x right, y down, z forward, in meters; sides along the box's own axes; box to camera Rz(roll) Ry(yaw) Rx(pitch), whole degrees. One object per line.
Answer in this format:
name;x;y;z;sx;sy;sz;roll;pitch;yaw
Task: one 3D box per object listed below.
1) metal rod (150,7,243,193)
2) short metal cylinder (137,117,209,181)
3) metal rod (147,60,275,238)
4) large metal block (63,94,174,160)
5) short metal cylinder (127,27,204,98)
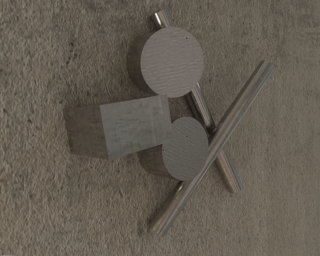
metal rod;0.061;-0.026;0.455;0.025;0.025;0.299;-40;115;-33
short metal cylinder;0.017;0.025;0.403;0.081;0.050;0.079;0;90;-40
metal rod;0.081;0.019;0.442;0.025;0.025;0.300;46;72;-30
large metal block;-0.045;-0.004;0.331;0.081;0.080;0.050;-14;100;-39
short metal cylinder;0.006;-0.079;0.378;0.081;0.050;0.079;-5;102;-23
